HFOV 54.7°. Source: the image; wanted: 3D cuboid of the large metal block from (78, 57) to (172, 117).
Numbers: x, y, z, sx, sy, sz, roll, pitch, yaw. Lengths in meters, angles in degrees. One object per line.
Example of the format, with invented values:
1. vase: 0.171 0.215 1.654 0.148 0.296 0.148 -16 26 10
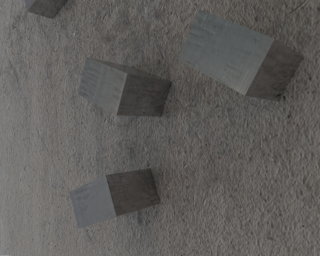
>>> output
1. large metal block: -0.046 -0.053 0.407 0.080 0.081 0.050 27 107 37

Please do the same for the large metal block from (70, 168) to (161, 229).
1. large metal block: -0.060 0.094 0.419 0.080 0.081 0.050 -28 73 36

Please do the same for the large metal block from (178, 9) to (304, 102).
1. large metal block: 0.080 -0.069 0.303 0.080 0.081 0.050 37 113 34

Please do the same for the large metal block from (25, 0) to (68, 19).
1. large metal block: -0.205 -0.260 0.558 0.080 0.050 0.080 -30 71 36
